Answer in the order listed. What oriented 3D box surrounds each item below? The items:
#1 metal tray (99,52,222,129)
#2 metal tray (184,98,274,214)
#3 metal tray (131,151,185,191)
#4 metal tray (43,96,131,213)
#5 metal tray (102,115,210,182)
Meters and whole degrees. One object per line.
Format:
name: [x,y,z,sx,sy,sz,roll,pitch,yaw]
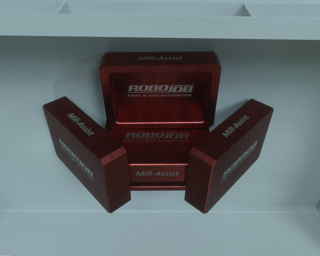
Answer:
metal tray: [0.001,-0.042,0.367,0.131,0.030,0.089,-1,131,-1]
metal tray: [0.084,0.031,0.374,0.030,0.131,0.089,31,138,30]
metal tray: [-0.003,0.050,0.444,0.131,0.030,0.089,0,130,-1]
metal tray: [-0.088,0.030,0.371,0.030,0.130,0.089,-30,139,-31]
metal tray: [-0.004,0.022,0.383,0.131,0.090,0.030,0,130,-1]
